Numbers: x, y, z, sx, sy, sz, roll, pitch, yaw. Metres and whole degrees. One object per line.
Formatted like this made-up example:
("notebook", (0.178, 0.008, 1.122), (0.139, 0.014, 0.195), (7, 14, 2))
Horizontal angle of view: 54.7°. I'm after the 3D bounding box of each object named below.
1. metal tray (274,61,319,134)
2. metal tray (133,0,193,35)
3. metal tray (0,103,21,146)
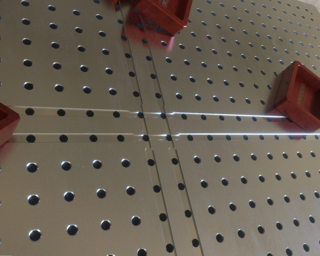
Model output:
("metal tray", (0.275, -0.062, 0.594), (0.090, 0.030, 0.130), (36, 51, -5))
("metal tray", (0.013, -0.236, 0.533), (0.090, 0.030, 0.130), (29, 60, -27))
("metal tray", (-0.196, -0.001, 0.262), (0.090, 0.030, 0.130), (34, 23, -7))
